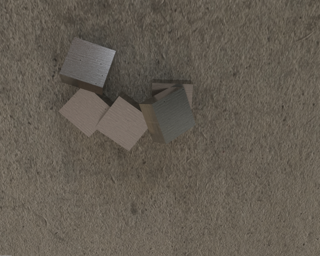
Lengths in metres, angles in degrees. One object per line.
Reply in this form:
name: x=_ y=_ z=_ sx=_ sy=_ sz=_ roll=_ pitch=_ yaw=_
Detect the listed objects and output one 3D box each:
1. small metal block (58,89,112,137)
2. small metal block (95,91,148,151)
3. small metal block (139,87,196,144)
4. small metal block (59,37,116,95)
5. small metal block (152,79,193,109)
small metal block: x=-0.092 y=-0.025 z=0.400 sx=0.050 sy=0.025 sz=0.050 roll=-43 pitch=105 yaw=14
small metal block: x=-0.043 y=-0.008 z=0.379 sx=0.050 sy=0.025 sz=0.050 roll=36 pitch=106 yaw=-13
small metal block: x=0.010 y=-0.016 z=0.365 sx=0.050 sy=0.025 sz=0.050 roll=-32 pitch=113 yaw=-31
small metal block: x=-0.085 y=-0.073 z=0.370 sx=0.050 sy=0.025 sz=0.050 roll=18 pitch=72 yaw=-7
small metal block: x=0.015 y=-0.035 z=0.398 sx=0.050 sy=0.025 sz=0.050 roll=2 pitch=110 yaw=-1
